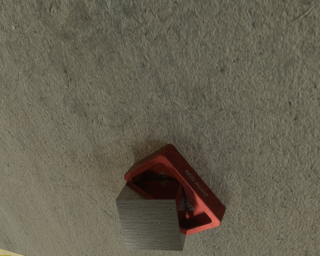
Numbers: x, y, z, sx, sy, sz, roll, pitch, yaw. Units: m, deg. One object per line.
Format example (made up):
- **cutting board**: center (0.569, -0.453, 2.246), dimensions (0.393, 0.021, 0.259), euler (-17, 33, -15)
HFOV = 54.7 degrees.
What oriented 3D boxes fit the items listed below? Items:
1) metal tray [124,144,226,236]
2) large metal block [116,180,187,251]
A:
- **metal tray**: center (0.021, 0.095, 0.451), dimensions (0.090, 0.030, 0.130), euler (-34, 100, 38)
- **large metal block**: center (-0.009, 0.121, 0.435), dimensions (0.080, 0.050, 0.079), euler (-4, 109, 14)
